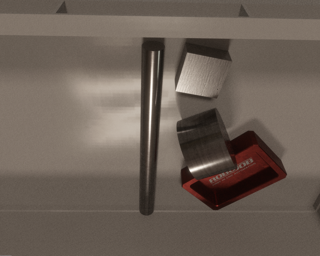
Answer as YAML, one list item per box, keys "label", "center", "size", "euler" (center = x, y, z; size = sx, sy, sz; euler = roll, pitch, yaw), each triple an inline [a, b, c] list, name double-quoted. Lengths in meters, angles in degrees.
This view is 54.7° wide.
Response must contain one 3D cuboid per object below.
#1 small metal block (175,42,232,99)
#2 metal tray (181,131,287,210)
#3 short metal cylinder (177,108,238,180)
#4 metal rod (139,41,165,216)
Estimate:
- label: "small metal block"
  center: [0.048, -0.065, 0.354]
  size: [0.050, 0.025, 0.050]
  euler: [9, 130, -8]
- label: "metal tray"
  center: [0.108, 0.068, 0.465]
  size: [0.130, 0.030, 0.090]
  euler: [-34, 123, 25]
- label: "short metal cylinder"
  center: [0.060, 0.020, 0.391]
  size: [0.050, 0.080, 0.080]
  euler: [-20, 128, 16]
- label: "metal rod"
  center: [-0.015, 0.025, 0.430]
  size: [0.025, 0.025, 0.298]
  euler: [2, 130, -2]
